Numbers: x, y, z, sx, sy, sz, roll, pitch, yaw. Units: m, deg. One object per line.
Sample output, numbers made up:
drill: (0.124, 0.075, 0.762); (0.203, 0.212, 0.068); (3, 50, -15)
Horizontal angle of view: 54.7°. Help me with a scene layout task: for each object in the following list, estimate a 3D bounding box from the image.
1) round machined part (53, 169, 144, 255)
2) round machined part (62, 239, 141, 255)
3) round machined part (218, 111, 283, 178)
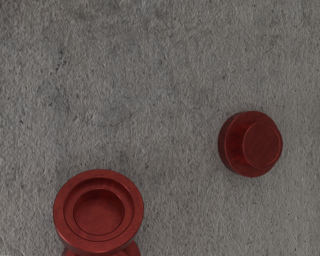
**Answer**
round machined part: (-0.070, 0.100, 0.357); (0.099, 0.042, 0.098); (8, 50, -9)
round machined part: (-0.069, 0.171, 0.375); (0.099, 0.042, 0.097); (0, 90, -20)
round machined part: (0.137, 0.023, 0.450); (0.099, 0.042, 0.097); (0, 90, -20)
